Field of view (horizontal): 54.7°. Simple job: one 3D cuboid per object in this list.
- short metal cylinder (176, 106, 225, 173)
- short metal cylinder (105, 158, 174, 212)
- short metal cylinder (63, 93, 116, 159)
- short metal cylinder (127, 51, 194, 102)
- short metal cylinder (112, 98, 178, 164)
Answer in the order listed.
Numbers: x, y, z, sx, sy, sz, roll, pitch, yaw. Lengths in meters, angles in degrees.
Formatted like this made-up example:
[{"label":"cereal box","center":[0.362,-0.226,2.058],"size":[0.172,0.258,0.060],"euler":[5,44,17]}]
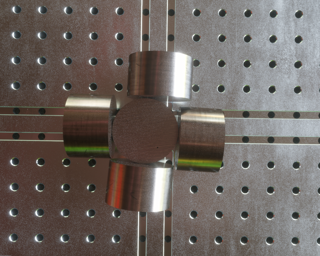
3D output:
[{"label":"short metal cylinder","center":[0.047,0.014,0.386],"size":[0.050,0.080,0.080],"euler":[4,90,0]},{"label":"short metal cylinder","center":[-0.025,0.068,0.384],"size":[0.080,0.080,0.050],"euler":[6,90,0]},{"label":"short metal cylinder","center":[-0.084,-0.003,0.385],"size":[0.050,0.080,0.079],"euler":[2,90,-1]},{"label":"short metal cylinder","center":[0.000,-0.061,0.385],"size":[0.081,0.080,0.050],"euler":[3,90,0]},{"label":"short metal cylinder","center":[-0.018,0.004,0.401],"size":[0.081,0.050,0.080],"euler":[0,90,-2]}]
